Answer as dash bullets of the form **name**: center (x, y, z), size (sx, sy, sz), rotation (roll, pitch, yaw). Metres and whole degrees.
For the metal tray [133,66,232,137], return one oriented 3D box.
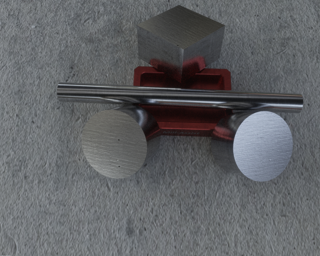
- **metal tray**: center (0.029, -0.036, 0.420), size (0.131, 0.030, 0.090), rotation (2, 70, 0)

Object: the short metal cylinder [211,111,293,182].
- **short metal cylinder**: center (0.109, 0.020, 0.372), size (0.081, 0.050, 0.079), rotation (-1, 93, -19)

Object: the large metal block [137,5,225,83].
- **large metal block**: center (0.027, -0.115, 0.415), size (0.080, 0.050, 0.080), rotation (36, 56, 28)

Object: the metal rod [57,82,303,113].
- **metal rod**: center (0.024, -0.038, 0.392), size (0.302, 0.025, 0.025), rotation (3, 70, 1)

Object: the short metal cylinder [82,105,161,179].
- **short metal cylinder**: center (-0.045, 0.014, 0.371), size (0.080, 0.050, 0.079), rotation (3, 102, 17)
